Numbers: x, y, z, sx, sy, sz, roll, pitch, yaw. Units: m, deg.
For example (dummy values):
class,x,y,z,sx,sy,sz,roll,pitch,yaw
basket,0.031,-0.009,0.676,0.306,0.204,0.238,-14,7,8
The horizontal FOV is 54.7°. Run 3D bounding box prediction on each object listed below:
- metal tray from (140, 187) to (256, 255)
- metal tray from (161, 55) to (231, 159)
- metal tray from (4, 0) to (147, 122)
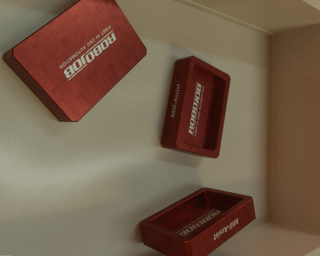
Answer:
class,x,y,z,sx,sy,sz,roll,pitch,yaw
metal tray,0.051,0.121,0.407,0.131,0.090,0.030,-18,102,-39
metal tray,0.055,-0.027,0.448,0.091,0.030,0.129,17,79,-39
metal tray,-0.083,-0.080,0.334,0.130,0.030,0.090,-51,120,-28
